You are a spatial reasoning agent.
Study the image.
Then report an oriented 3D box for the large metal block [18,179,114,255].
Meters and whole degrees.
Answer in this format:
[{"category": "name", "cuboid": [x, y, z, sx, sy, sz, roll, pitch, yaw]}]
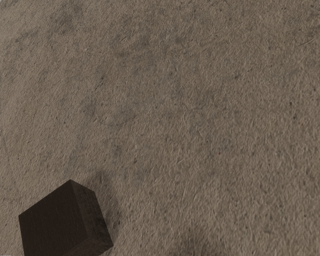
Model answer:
[{"category": "large metal block", "cuboid": [-0.114, 0.123, 0.371, 0.080, 0.050, 0.080, -35, 52, 4]}]
